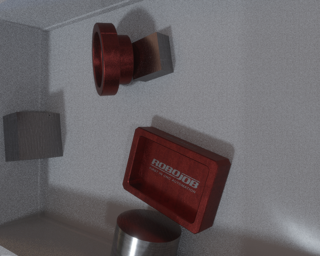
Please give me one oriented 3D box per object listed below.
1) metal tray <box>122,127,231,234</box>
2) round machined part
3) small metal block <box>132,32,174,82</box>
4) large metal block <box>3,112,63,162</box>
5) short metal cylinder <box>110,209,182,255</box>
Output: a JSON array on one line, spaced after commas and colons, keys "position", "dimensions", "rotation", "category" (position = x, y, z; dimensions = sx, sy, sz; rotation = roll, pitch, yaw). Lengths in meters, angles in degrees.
[{"position": [0.015, 0.059, 0.389], "dimensions": [0.130, 0.030, 0.089], "rotation": [23, 104, 37], "category": "metal tray"}, {"position": [-0.065, -0.094, 0.429], "dimensions": [0.098, 0.042, 0.097], "rotation": [175, 90, -70], "category": "round machined part"}, {"position": [-0.012, -0.094, 0.415], "dimensions": [0.050, 0.025, 0.050], "rotation": [-12, 83, 39], "category": "small metal block"}, {"position": [-0.226, 0.016, 0.554], "dimensions": [0.050, 0.081, 0.080], "rotation": [-10, 84, 39], "category": "large metal block"}, {"position": [-0.018, 0.142, 0.384], "dimensions": [0.080, 0.081, 0.050], "rotation": [19, 102, 38], "category": "short metal cylinder"}]
